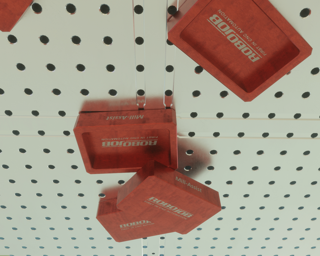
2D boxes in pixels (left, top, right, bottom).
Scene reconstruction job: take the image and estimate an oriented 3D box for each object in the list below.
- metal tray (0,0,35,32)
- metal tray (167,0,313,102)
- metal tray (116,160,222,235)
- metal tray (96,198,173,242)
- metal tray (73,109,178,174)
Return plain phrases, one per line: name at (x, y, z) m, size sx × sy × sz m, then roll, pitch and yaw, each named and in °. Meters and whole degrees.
metal tray at (-0.167, -0.160, 0.269) m, size 0.130 × 0.030 × 0.090 m, roll 37°, pitch 121°, yaw -28°
metal tray at (0.083, -0.095, 0.328) m, size 0.130 × 0.030 × 0.090 m, roll 33°, pitch 123°, yaw -25°
metal tray at (0.014, 0.107, 0.460) m, size 0.131 × 0.030 × 0.090 m, roll 29°, pitch 124°, yaw -23°
metal tray at (-0.032, 0.153, 0.539) m, size 0.130 × 0.030 × 0.090 m, roll -15°, pitch 129°, yaw 11°
metal tray at (-0.042, 0.021, 0.425) m, size 0.131 × 0.030 × 0.089 m, roll -3°, pitch 130°, yaw 1°
